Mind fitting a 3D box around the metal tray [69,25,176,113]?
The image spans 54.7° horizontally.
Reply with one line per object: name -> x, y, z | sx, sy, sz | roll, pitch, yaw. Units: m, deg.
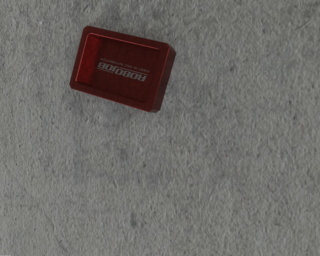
metal tray -> -0.053, -0.081, 0.423 | 0.130, 0.030, 0.089 | 18, 96, 18
